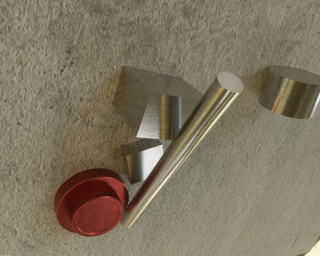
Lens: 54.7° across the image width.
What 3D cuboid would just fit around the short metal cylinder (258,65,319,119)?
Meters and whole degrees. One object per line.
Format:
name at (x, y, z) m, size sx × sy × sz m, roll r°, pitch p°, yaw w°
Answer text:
short metal cylinder at (0.189, -0.053, 0.444) m, size 0.081 × 0.080 × 0.050 m, roll -5°, pitch 121°, yaw -26°

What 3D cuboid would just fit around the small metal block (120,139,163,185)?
small metal block at (-0.023, 0.043, 0.423) m, size 0.050 × 0.025 × 0.050 m, roll -17°, pitch 126°, yaw -19°

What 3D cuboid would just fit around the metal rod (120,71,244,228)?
metal rod at (0.005, 0.051, 0.364) m, size 0.025 × 0.025 × 0.298 m, roll -2°, pitch 144°, yaw -28°

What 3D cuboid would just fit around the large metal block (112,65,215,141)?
large metal block at (0.001, -0.028, 0.356) m, size 0.081 × 0.080 × 0.050 m, roll 6°, pitch 115°, yaw -32°

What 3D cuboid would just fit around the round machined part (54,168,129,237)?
round machined part at (-0.087, 0.106, 0.415) m, size 0.099 × 0.042 × 0.097 m, roll -14°, pitch 125°, yaw -21°
